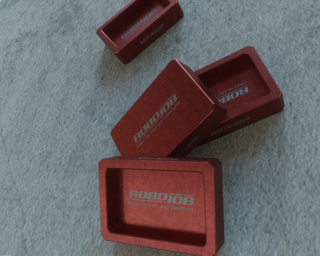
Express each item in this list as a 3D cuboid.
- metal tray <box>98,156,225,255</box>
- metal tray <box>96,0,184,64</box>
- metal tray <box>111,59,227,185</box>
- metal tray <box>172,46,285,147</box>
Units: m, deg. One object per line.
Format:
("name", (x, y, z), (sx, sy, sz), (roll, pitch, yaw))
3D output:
("metal tray", (-0.002, 0.077, 0.325), (0.130, 0.030, 0.089), (-1, 91, 26))
("metal tray", (-0.036, -0.178, 0.526), (0.130, 0.030, 0.090), (-40, 51, 0))
("metal tray", (0.004, -0.005, 0.369), (0.130, 0.030, 0.090), (-47, 54, 20))
("metal tray", (0.072, -0.037, 0.384), (0.130, 0.030, 0.090), (-24, 53, 12))
